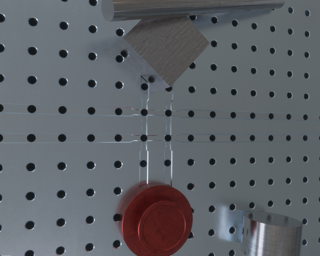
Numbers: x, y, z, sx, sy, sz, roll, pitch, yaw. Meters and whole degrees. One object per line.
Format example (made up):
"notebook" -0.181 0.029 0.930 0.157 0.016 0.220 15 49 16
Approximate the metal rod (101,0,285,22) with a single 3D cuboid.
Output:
"metal rod" 0.066 -0.159 0.395 0.302 0.025 0.025 -19 97 -35

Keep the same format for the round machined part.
"round machined part" -0.001 0.124 0.403 0.099 0.042 0.097 0 90 -20

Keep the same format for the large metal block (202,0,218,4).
"large metal block" 0.058 -0.211 0.404 0.081 0.080 0.050 8 87 -20

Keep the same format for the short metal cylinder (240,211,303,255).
"short metal cylinder" 0.158 0.154 0.442 0.081 0.080 0.050 6 88 -20

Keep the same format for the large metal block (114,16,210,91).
"large metal block" 0.002 -0.106 0.400 0.080 0.050 0.080 45 76 -15
